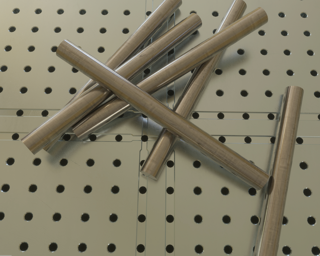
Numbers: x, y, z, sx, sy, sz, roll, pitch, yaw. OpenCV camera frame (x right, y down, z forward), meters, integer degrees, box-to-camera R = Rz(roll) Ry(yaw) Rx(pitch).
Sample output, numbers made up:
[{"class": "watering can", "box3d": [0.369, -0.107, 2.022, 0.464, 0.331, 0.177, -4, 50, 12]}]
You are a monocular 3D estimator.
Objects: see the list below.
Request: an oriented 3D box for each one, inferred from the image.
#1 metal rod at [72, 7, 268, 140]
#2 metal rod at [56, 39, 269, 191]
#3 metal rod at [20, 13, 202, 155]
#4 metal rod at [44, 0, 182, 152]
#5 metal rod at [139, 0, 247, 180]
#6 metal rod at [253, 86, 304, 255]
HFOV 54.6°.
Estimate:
[{"class": "metal rod", "box3d": [0.015, -0.075, 0.420, 0.301, 0.025, 0.025, -33, 73, -4]}, {"class": "metal rod", "box3d": [0.002, -0.017, 0.386, 0.301, 0.025, 0.025, 34, 73, 2]}, {"class": "metal rod", "box3d": [-0.052, -0.070, 0.422, 0.301, 0.025, 0.025, -41, 75, -20]}, {"class": "metal rod", "box3d": [-0.066, -0.089, 0.443, 0.025, 0.025, 0.300, 35, 74, 12]}, {"class": "metal rod", "box3d": [0.054, -0.066, 0.436, 0.025, 0.025, 0.300, 26, 72, 9]}, {"class": "metal rod", "box3d": [0.143, 0.082, 0.382, 0.025, 0.025, 0.300, 16, 71, 6]}]
